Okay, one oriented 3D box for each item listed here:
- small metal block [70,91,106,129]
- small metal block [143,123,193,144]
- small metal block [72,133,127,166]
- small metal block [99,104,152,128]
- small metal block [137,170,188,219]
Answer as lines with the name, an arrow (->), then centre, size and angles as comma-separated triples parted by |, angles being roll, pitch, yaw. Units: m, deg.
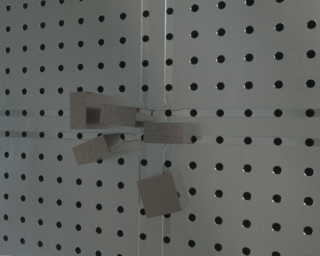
small metal block -> -0.100, -0.023, 0.433 | 0.025, 0.050, 0.050 | -1, 90, 20
small metal block -> 0.012, 0.006, 0.394 | 0.050, 0.050, 0.025 | 1, 90, 19
small metal block -> -0.082, 0.029, 0.427 | 0.050, 0.050, 0.025 | -23, 83, 18
small metal block -> -0.045, -0.016, 0.414 | 0.050, 0.050, 0.025 | 7, 93, 19
small metal block -> 0.003, 0.087, 0.411 | 0.050, 0.025, 0.050 | -18, 84, 18
